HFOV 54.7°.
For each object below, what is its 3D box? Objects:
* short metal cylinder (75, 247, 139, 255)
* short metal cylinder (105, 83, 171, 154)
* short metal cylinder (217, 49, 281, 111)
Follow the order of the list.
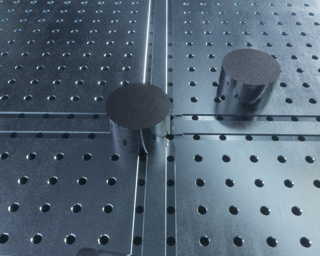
[{"bbox_3d":[-0.046,0.143,0.251,0.050,0.080,0.080,7,51,6],"label":"short metal cylinder"},{"bbox_3d":[-0.027,-0.013,0.402,0.081,0.050,0.080,0,50,0],"label":"short metal cylinder"},{"bbox_3d":[0.127,-0.071,0.452,0.081,0.050,0.080,0,50,0],"label":"short metal cylinder"}]
